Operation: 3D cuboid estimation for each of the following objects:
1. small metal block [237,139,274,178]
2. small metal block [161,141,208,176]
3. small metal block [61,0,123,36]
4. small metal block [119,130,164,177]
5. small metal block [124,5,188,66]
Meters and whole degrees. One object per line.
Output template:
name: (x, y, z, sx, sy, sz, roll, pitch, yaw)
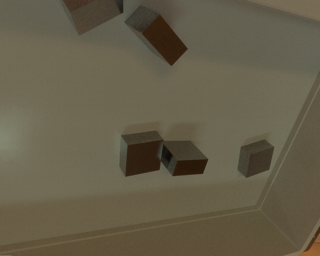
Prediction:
small metal block: (0.165, 0.053, 0.534, 0.050, 0.025, 0.050, -15, 125, -21)
small metal block: (0.031, 0.041, 0.437, 0.050, 0.050, 0.025, 1, 118, -29)
small metal block: (-0.062, -0.117, 0.284, 0.050, 0.050, 0.025, -31, 89, -8)
small metal block: (-0.026, 0.034, 0.417, 0.050, 0.025, 0.050, -8, 122, -25)
small metal block: (-0.005, -0.099, 0.330, 0.025, 0.050, 0.050, -47, 130, 4)
